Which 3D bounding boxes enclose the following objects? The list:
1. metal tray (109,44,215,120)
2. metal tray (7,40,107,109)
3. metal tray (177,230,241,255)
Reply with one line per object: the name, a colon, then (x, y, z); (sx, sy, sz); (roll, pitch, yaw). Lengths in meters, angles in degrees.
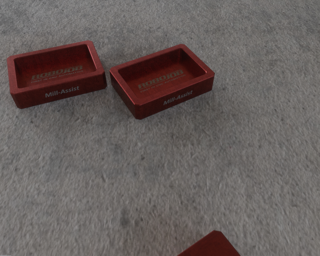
metal tray: (0.003, -0.073, 0.460); (0.131, 0.030, 0.090); (-24, 54, -19)
metal tray: (-0.155, -0.084, 0.468); (0.131, 0.030, 0.090); (-16, 52, -14)
metal tray: (0.055, 0.166, 0.261); (0.091, 0.030, 0.130); (-27, 55, -21)
